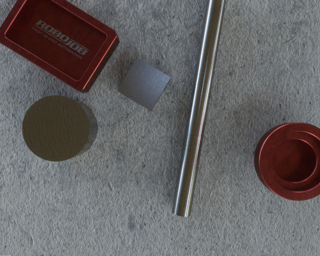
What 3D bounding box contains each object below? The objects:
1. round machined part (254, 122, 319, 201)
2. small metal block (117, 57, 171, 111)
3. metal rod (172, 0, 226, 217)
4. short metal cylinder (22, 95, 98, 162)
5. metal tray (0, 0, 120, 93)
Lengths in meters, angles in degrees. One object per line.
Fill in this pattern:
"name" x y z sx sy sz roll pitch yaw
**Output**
"round machined part" 0.171 0.042 0.404 0.099 0.042 0.097 0 90 -1
"small metal block" -0.020 -0.057 0.410 0.050 0.025 0.050 31 90 -1
"metal rod" 0.052 -0.034 0.410 0.025 0.025 0.298 9 90 -1
"short metal cylinder" -0.125 0.000 0.396 0.081 0.050 0.079 0 90 -1
"metal tray" -0.131 -0.117 0.405 0.130 0.030 0.090 32 90 -1
